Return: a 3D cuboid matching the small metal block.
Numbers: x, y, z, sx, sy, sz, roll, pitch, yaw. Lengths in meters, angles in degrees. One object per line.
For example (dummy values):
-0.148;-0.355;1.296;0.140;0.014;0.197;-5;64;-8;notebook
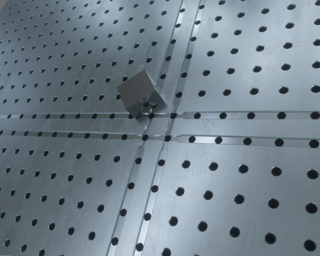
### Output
-0.030;-0.051;0.456;0.050;0.025;0.050;-31;52;8;small metal block
